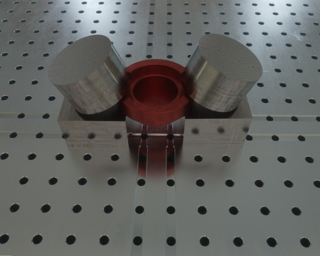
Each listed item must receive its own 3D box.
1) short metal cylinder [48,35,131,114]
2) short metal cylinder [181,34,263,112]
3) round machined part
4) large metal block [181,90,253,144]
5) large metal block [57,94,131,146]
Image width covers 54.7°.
[{"bbox_3d":[-0.081,-0.063,0.362,0.080,0.050,0.080,-13,49,16],"label":"short metal cylinder"},{"bbox_3d":[0.071,-0.065,0.365,0.081,0.050,0.080,13,48,-15],"label":"short metal cylinder"},{"bbox_3d":[-0.005,-0.041,0.392,0.099,0.042,0.098,0,50,0],"label":"round machined part"},{"bbox_3d":[0.070,-0.026,0.413,0.081,0.050,0.080,-1,50,-1],"label":"large metal block"},{"bbox_3d":[-0.080,-0.023,0.410,0.080,0.050,0.080,1,50,0],"label":"large metal block"}]
